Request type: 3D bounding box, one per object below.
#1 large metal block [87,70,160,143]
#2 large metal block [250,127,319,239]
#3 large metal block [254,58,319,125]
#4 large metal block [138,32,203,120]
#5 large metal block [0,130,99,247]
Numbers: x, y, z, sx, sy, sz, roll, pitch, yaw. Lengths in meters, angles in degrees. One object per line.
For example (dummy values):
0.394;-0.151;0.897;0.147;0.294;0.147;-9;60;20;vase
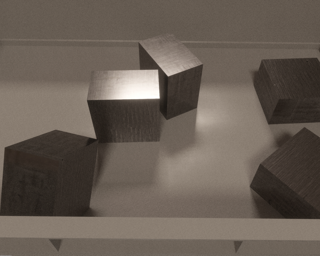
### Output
-0.042;-0.026;0.390;0.081;0.080;0.050;-2;50;-2;large metal block
0.162;0.058;0.343;0.081;0.050;0.080;-32;57;-24;large metal block
0.187;-0.053;0.436;0.081;0.050;0.080;-2;50;-3;large metal block
0.012;-0.072;0.430;0.050;0.080;0.080;-23;54;-18;large metal block
-0.105;0.052;0.303;0.050;0.079;0.080;13;13;10;large metal block
